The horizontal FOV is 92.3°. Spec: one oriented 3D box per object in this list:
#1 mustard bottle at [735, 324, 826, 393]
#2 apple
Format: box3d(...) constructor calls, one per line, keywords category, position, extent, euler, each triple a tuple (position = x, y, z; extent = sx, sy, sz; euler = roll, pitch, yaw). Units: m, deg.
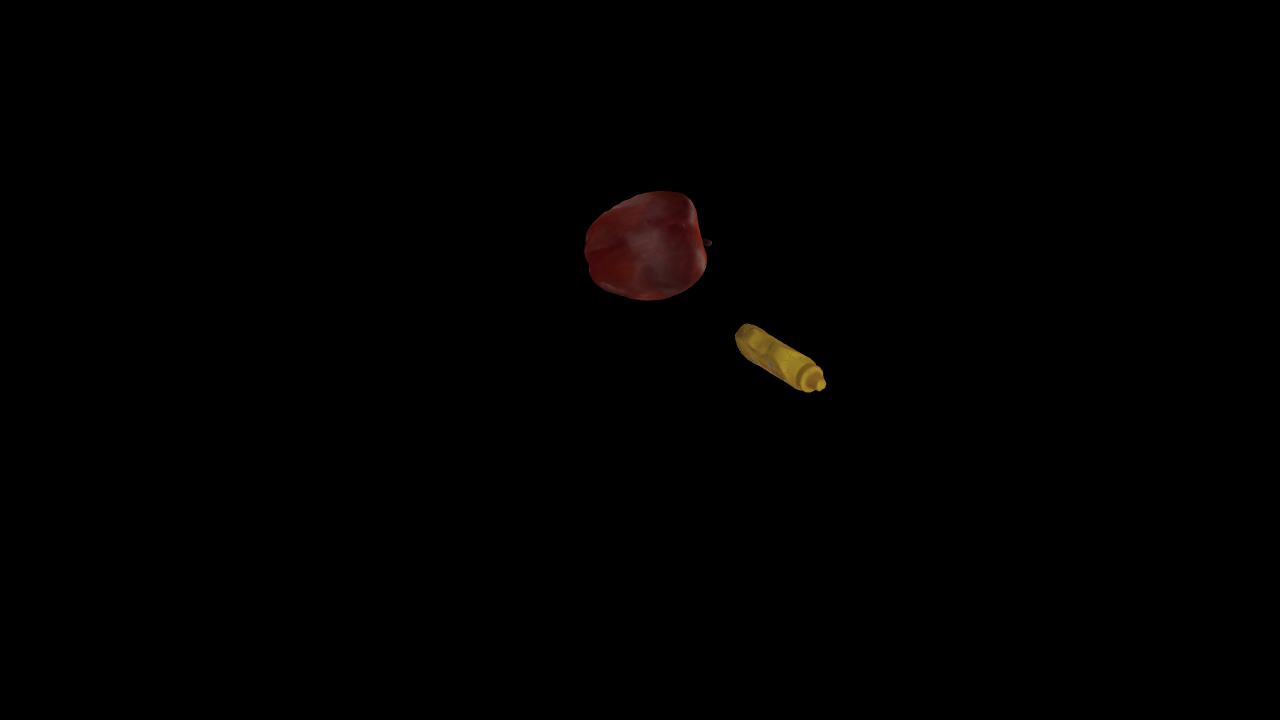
box3d(category="mustard bottle", position=(0.226, 0.005, 0.961), extent=(0.092, 0.054, 0.184), euler=(47, -2, -32))
box3d(category="apple", position=(0.007, -0.082, 0.456), extent=(0.093, 0.079, 0.079), euler=(-10, -1, 5))
